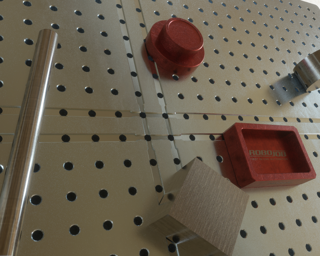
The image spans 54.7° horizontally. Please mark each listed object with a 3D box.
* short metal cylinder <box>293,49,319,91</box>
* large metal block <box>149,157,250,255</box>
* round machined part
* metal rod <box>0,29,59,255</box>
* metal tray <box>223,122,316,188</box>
[{"bbox_3d":[0.314,-0.115,0.612,0.081,0.080,0.050,-12,68,-33],"label":"short metal cylinder"},{"bbox_3d":[0.047,0.095,0.359,0.080,0.050,0.080,36,51,-5],"label":"large metal block"},{"bbox_3d":[0.030,-0.138,0.497,0.099,0.042,0.098,14,56,-21],"label":"round machined part"},{"bbox_3d":[-0.140,0.010,0.326,0.025,0.025,0.299,12,57,-22],"label":"metal rod"},{"bbox_3d":[0.167,0.040,0.469,0.131,0.030,0.090,3,61,-27],"label":"metal tray"}]
